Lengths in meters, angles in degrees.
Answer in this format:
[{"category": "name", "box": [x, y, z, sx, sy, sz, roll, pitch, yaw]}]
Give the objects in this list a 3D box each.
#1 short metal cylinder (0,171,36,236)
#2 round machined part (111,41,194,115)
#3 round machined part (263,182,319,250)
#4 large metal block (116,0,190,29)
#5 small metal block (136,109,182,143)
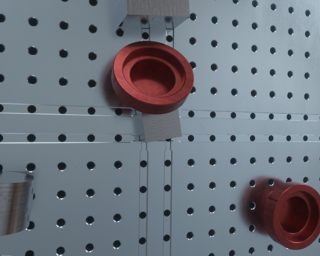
[{"category": "short metal cylinder", "box": [-0.175, 0.074, 0.319, 0.081, 0.080, 0.050, 8, 88, -20]}, {"category": "round machined part", "box": [-0.011, -0.058, 0.385, 0.099, 0.042, 0.098, 7, 59, -11]}, {"category": "round machined part", "box": [0.199, 0.131, 0.477, 0.099, 0.042, 0.097, 0, 90, -20]}, {"category": "large metal block", "box": [-0.012, -0.175, 0.394, 0.081, 0.050, 0.079, -5, 92, -20]}, {"category": "small metal block", "box": [-0.002, -0.010, 0.412, 0.050, 0.025, 0.050, -9, 93, -20]}]
